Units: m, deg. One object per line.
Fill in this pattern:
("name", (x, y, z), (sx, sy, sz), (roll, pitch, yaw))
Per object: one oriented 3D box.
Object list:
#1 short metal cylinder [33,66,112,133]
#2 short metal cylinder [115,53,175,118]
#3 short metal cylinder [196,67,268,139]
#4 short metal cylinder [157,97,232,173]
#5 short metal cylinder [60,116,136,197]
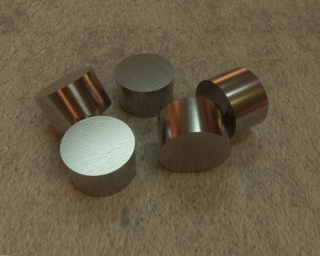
("short metal cylinder", (-0.110, -0.037, 0.393), (0.080, 0.050, 0.080), (-22, 24, 11))
("short metal cylinder", (-0.021, -0.061, 0.438), (0.081, 0.050, 0.080), (0, 50, 0))
("short metal cylinder", (0.090, -0.032, 0.395), (0.050, 0.080, 0.080), (-24, 54, -19))
("short metal cylinder", (0.038, 0.010, 0.360), (0.081, 0.080, 0.050), (-2, 50, -2))
("short metal cylinder", (-0.068, 0.032, 0.357), (0.081, 0.050, 0.080), (1, 52, -1))
